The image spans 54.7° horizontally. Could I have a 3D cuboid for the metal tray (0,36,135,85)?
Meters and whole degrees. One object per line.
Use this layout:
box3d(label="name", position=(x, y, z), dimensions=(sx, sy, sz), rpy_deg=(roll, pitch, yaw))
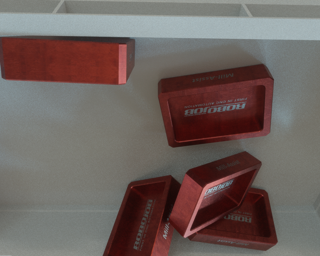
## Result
box3d(label="metal tray", position=(-0.071, -0.066, 0.281), dimensions=(0.091, 0.130, 0.030), rpy_deg=(2, 107, -2))

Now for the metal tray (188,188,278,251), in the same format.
box3d(label="metal tray", position=(0.108, 0.132, 0.478), dimensions=(0.131, 0.090, 0.030), rpy_deg=(12, 139, -10))

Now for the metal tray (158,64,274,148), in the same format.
box3d(label="metal tray", position=(0.069, -0.024, 0.385), dimensions=(0.131, 0.030, 0.090), rpy_deg=(-8, 130, 6))

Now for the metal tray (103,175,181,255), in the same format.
box3d(label="metal tray", position=(-0.023, 0.135, 0.440), dimensions=(0.090, 0.130, 0.030), rpy_deg=(-17, 131, 37))

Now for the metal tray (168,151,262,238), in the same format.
box3d(label="metal tray", position=(0.078, 0.087, 0.422), dimensions=(0.131, 0.030, 0.089), rpy_deg=(-10, 127, -42))
